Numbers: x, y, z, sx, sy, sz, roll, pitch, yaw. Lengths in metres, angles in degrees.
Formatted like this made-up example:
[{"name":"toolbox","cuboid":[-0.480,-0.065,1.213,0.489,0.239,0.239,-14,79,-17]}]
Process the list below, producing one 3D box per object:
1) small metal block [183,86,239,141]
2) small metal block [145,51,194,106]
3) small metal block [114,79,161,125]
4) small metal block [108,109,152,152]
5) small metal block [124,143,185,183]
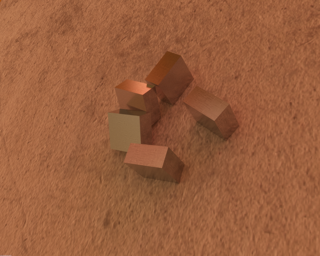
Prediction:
[{"name":"small metal block","cuboid":[0.061,-0.017,0.366,0.025,0.050,0.050,-49,52,-6]},{"name":"small metal block","cuboid":[0.014,-0.066,0.420,0.025,0.050,0.050,29,78,37]},{"name":"small metal block","cuboid":[-0.029,-0.034,0.419,0.050,0.050,0.025,18,44,34]},{"name":"small metal block","cuboid":[-0.039,0.004,0.403,0.050,0.025,0.050,8,108,31]},{"name":"small metal block","cuboid":[-0.006,0.042,0.364,0.050,0.050,0.025,4,64,30]}]
